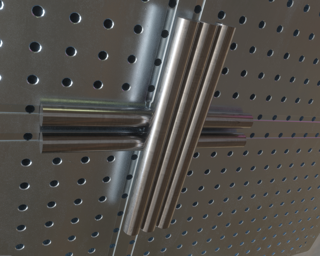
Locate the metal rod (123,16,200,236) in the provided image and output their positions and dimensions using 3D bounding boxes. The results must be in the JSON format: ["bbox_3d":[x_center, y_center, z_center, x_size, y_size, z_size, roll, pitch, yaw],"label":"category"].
[{"bbox_3d":[-0.006,0.016,0.387,0.025,0.025,0.298,1,118,-29],"label":"metal rod"}]

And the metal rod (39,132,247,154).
[{"bbox_3d":[-0.002,0.018,0.423,0.303,0.025,0.025,1,118,-29],"label":"metal rod"}]

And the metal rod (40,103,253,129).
[{"bbox_3d":[0.004,-0.013,0.407,0.303,0.025,0.025,1,118,-29],"label":"metal rod"}]

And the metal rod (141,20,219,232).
[{"bbox_3d":[0.017,0.016,0.400,0.025,0.025,0.298,1,118,-29],"label":"metal rod"}]

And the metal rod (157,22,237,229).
[{"bbox_3d":[0.039,0.014,0.411,0.025,0.025,0.298,1,118,-29],"label":"metal rod"}]
